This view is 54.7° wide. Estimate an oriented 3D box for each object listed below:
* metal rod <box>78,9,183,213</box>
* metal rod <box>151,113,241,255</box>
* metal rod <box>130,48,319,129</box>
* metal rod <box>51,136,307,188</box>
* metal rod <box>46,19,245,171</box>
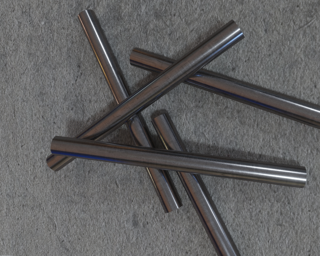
[{"bbox_3d":[-0.044,-0.029,0.424,0.025,0.025,0.299,-28,81,18],"label":"metal rod"},{"bbox_3d":[0.066,0.118,0.385,0.025,0.025,0.299,-30,81,17],"label":"metal rod"},{"bbox_3d":[0.098,-0.044,0.374,0.301,0.025,0.025,22,97,18],"label":"metal rod"},{"bbox_3d":[0.014,0.039,0.374,0.301,0.025,0.025,7,92,8],"label":"metal rod"},{"bbox_3d":[-0.030,-0.031,0.391,0.300,0.025,0.025,-34,79,16],"label":"metal rod"}]
